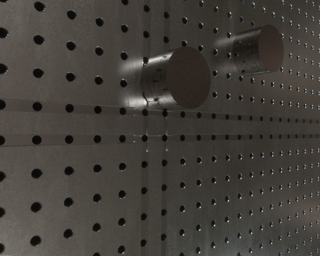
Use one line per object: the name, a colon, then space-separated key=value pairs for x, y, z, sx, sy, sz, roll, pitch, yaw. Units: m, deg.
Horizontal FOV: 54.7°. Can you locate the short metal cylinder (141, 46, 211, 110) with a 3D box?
short metal cylinder: x=0.022 y=-0.064 z=0.413 sx=0.081 sy=0.050 sz=0.079 roll=0 pitch=90 yaw=-40

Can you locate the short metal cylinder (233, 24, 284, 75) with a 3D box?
short metal cylinder: x=0.172 y=-0.134 z=0.540 sx=0.081 sy=0.050 sz=0.079 roll=0 pitch=90 yaw=-40
